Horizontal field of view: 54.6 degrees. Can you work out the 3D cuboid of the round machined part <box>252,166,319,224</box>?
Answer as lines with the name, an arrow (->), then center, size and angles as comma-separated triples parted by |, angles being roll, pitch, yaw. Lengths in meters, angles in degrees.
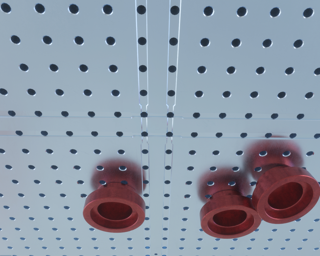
round machined part -> 0.188, 0.097, 0.476 | 0.099, 0.042, 0.097 | -5, 121, -8

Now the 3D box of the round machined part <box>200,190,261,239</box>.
round machined part -> 0.116, 0.142, 0.522 | 0.099, 0.042, 0.097 | 0, 130, 0

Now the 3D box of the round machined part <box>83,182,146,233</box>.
round machined part -> -0.072, 0.127, 0.507 | 0.099, 0.042, 0.097 | 0, 130, 0
